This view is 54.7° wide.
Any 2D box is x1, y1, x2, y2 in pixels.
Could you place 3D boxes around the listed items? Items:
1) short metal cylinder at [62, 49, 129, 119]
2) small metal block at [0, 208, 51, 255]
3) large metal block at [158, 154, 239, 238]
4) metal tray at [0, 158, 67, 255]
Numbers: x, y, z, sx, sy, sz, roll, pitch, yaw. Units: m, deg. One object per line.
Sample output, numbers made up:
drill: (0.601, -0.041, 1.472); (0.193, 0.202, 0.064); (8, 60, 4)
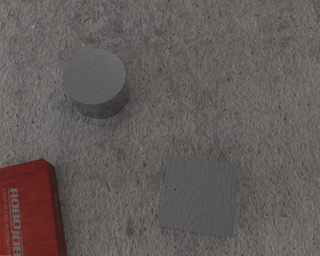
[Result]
short metal cylinder: (-0.084, -0.058, 0.415); (0.081, 0.050, 0.080); (0, 70, 0)
small metal block: (-0.157, 0.125, 0.361); (0.050, 0.025, 0.050); (-13, 71, -5)
large metal block: (0.044, 0.081, 0.366); (0.080, 0.050, 0.080); (8, 70, 3)
metal tray: (-0.163, 0.109, 0.357); (0.091, 0.030, 0.130); (-13, 70, -5)
